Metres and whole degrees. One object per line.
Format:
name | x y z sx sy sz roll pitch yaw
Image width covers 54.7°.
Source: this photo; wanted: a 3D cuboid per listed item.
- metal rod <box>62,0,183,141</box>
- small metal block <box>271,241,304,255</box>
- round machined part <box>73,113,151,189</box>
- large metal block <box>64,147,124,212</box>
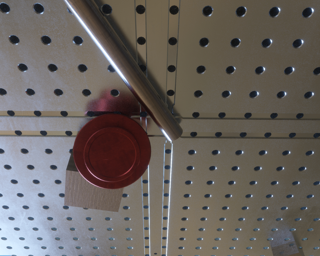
metal rod | -0.054 -0.091 0.333 0.025 0.025 0.300 -24 127 18
small metal block | 0.266 0.262 0.637 0.050 0.025 0.050 -28 125 21
round machined part | -0.060 0.031 0.394 0.099 0.042 0.097 -1 95 -8
large metal block | -0.094 0.076 0.459 0.081 0.050 0.079 10 130 -9
